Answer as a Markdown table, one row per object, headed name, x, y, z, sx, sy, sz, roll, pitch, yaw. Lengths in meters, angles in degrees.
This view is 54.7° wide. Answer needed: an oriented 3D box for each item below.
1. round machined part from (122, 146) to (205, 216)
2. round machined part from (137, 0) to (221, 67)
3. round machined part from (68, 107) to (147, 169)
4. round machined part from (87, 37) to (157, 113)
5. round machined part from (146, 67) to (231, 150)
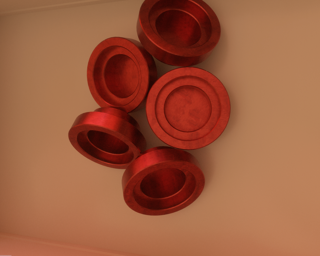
| name | x | y | z | sx | sy | sz | roll | pitch | yaw |
| --- | --- | --- | --- | --- | --- | --- | --- | --- | --- |
| round machined part | 0.002 | 0.061 | 0.381 | 0.098 | 0.098 | 0.042 | -37 | 38 | 16 |
| round machined part | 0.020 | -0.115 | 0.377 | 0.099 | 0.042 | 0.098 | 5 | 65 | -12 |
| round machined part | -0.064 | 0.010 | 0.404 | 0.098 | 0.098 | 0.042 | 4 | 53 | 19 |
| round machined part | -0.045 | -0.068 | 0.408 | 0.098 | 0.042 | 0.097 | 6 | 103 | 29 |
| round machined part | 0.034 | -0.023 | 0.380 | 0.099 | 0.042 | 0.097 | 0 | 90 | 3 |
